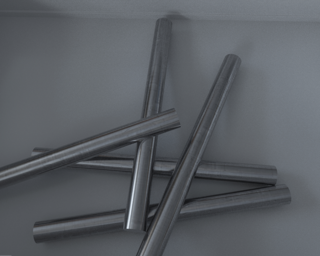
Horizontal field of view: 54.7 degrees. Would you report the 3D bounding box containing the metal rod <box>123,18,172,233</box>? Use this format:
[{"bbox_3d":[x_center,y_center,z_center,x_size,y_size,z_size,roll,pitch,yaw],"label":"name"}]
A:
[{"bbox_3d":[-0.011,-0.023,0.398,0.025,0.025,0.299,6,64,2],"label":"metal rod"}]

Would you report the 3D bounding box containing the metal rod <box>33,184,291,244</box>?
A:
[{"bbox_3d":[0.006,0.102,0.371,0.302,0.025,0.025,-8,70,-4],"label":"metal rod"}]

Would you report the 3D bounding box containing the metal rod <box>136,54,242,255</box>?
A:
[{"bbox_3d":[0.044,0.023,0.379,0.025,0.025,0.300,23,64,8],"label":"metal rod"}]

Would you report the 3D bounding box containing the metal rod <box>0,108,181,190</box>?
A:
[{"bbox_3d":[-0.122,0.036,0.367,0.302,0.025,0.025,-19,71,-2],"label":"metal rod"}]

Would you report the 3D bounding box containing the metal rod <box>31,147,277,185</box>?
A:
[{"bbox_3d":[-0.008,0.048,0.390,0.302,0.025,0.025,4,70,1],"label":"metal rod"}]
